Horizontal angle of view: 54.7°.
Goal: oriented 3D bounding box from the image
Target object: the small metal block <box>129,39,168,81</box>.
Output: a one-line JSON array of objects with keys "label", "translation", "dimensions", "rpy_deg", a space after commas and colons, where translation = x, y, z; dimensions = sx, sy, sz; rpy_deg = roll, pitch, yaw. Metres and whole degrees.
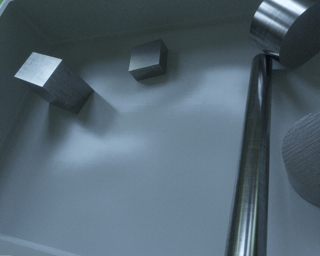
[{"label": "small metal block", "translation": [-0.017, -0.105, 0.478], "dimensions": [0.050, 0.025, 0.050], "rpy_deg": [-9, 58, 23]}]

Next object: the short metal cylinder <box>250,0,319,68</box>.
[{"label": "short metal cylinder", "translation": [0.154, -0.118, 0.361], "dimensions": [0.080, 0.080, 0.050], "rpy_deg": [-38, 51, 2]}]

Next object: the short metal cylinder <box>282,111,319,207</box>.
[{"label": "short metal cylinder", "translation": [0.159, 0.030, 0.288], "dimensions": [0.080, 0.050, 0.080], "rpy_deg": [-13, 56, 20]}]

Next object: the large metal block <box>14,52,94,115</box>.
[{"label": "large metal block", "translation": [-0.170, -0.072, 0.501], "dimensions": [0.080, 0.080, 0.050], "rpy_deg": [20, 72, 35]}]

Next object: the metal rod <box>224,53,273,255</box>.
[{"label": "metal rod", "translation": [0.086, 0.008, 0.279], "dimensions": [0.025, 0.025, 0.301], "rpy_deg": [-6, 35, 25]}]
